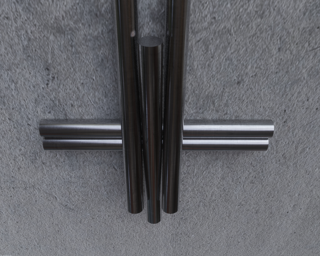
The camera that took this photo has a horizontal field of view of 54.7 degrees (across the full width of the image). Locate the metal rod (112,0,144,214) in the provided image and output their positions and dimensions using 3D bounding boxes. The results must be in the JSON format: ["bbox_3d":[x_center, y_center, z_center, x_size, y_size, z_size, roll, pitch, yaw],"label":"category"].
[{"bbox_3d":[-0.035,-0.010,0.372,0.025,0.025,0.298,0,122,-1],"label":"metal rod"}]

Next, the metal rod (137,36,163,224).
[{"bbox_3d":[-0.010,0.029,0.400,0.025,0.025,0.298,0,130,0],"label":"metal rod"}]

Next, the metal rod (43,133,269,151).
[{"bbox_3d":[-0.005,0.019,0.426,0.302,0.025,0.025,0,130,-1],"label":"metal rod"}]

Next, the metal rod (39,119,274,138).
[{"bbox_3d":[-0.003,0.000,0.410,0.302,0.025,0.025,0,130,-1],"label":"metal rod"}]

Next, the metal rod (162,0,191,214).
[{"bbox_3d":[0.016,-0.010,0.372,0.025,0.025,0.298,0,122,-1],"label":"metal rod"}]
